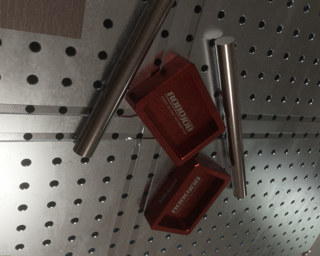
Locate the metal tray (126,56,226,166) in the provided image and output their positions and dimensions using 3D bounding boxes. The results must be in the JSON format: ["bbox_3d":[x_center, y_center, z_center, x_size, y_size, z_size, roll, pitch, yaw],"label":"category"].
[{"bbox_3d":[0.026,-0.018,0.412,0.090,0.030,0.130,-38,130,-3],"label":"metal tray"}]

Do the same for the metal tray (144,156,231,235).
[{"bbox_3d":[0.045,0.112,0.503,0.090,0.030,0.129,25,105,-37],"label":"metal tray"}]

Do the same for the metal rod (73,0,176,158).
[{"bbox_3d":[-0.021,-0.095,0.341,0.025,0.025,0.298,20,108,-36],"label":"metal rod"}]

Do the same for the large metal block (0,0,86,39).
[{"bbox_3d":[-0.107,-0.126,0.259,0.081,0.050,0.079,0,118,-29],"label":"large metal block"}]

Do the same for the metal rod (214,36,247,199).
[{"bbox_3d":[0.114,0.005,0.478,0.025,0.025,0.298,-26,128,-13],"label":"metal rod"}]
